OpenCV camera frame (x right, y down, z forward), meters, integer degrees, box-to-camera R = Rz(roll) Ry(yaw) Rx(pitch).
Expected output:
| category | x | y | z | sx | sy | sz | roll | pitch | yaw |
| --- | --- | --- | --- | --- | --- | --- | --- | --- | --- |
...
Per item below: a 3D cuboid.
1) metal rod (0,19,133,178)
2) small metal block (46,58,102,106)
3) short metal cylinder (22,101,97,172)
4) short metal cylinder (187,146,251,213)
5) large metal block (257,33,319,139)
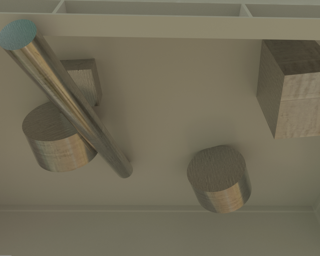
| category | x | y | z | sx | sy | sz | roll | pitch | yaw |
| --- | --- | --- | --- | --- | --- | --- | --- | --- | --- |
| metal rod | -0.071 | 0.002 | 0.330 | 0.025 | 0.025 | 0.299 | -6 | 155 | 5 |
| small metal block | -0.099 | -0.052 | 0.363 | 0.050 | 0.025 | 0.050 | -3 | 130 | 2 |
| short metal cylinder | -0.118 | 0.007 | 0.378 | 0.081 | 0.080 | 0.050 | -2 | 130 | 1 |
| short metal cylinder | 0.084 | 0.072 | 0.435 | 0.080 | 0.080 | 0.050 | -15 | 129 | 12 |
| large metal block | 0.143 | -0.046 | 0.336 | 0.050 | 0.080 | 0.080 | -5 | 130 | 4 |
